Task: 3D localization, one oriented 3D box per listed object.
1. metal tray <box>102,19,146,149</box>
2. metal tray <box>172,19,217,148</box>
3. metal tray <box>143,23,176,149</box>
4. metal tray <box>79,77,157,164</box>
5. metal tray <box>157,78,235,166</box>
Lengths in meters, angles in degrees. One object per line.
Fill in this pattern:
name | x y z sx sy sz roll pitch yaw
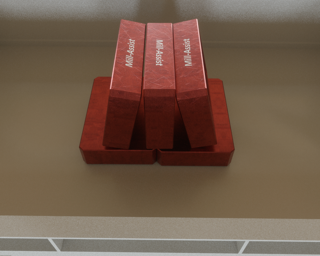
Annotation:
metal tray | -0.041 -0.052 0.362 0.030 0.089 0.130 8 49 -10
metal tray | 0.040 -0.053 0.364 0.030 0.090 0.130 -9 49 11
metal tray | 0.000 -0.051 0.363 0.030 0.089 0.130 0 48 0
metal tray | -0.049 -0.014 0.410 0.091 0.030 0.130 1 50 0
metal tray | 0.043 -0.012 0.410 0.091 0.030 0.130 1 50 0
